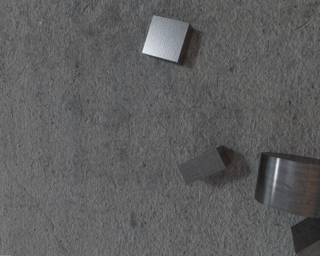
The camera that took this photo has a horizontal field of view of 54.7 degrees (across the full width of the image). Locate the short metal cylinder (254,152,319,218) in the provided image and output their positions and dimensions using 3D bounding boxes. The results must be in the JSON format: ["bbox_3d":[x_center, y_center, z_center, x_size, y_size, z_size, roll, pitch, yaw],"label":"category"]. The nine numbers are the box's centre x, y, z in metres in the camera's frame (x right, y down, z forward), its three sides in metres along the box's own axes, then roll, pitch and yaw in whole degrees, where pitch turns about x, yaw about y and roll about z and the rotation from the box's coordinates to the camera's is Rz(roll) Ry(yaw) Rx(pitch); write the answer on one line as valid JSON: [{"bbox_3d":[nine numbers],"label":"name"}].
[{"bbox_3d":[0.145,0.057,0.329,0.080,0.080,0.050,8,93,19],"label":"short metal cylinder"}]

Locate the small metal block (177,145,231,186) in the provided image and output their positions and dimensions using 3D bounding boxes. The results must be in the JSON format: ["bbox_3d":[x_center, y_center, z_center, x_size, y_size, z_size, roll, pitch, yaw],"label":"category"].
[{"bbox_3d":[0.055,0.044,0.376,0.050,0.050,0.025,-27,81,17],"label":"small metal block"}]

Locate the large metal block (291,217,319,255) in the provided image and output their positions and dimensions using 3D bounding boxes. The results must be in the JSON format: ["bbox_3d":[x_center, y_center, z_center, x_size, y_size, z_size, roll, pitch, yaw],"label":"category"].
[{"bbox_3d":[0.184,0.135,0.315,0.050,0.080,0.080,-40,78,15],"label":"large metal block"}]

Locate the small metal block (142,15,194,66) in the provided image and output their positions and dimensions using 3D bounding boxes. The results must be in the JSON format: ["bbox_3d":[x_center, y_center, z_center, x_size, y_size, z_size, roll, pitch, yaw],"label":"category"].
[{"bbox_3d":[0.011,-0.114,0.404,0.050,0.025,0.050,19,96,18],"label":"small metal block"}]
